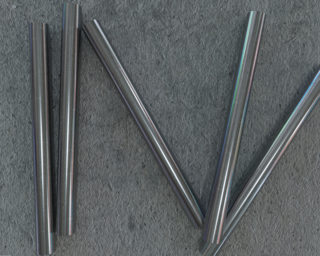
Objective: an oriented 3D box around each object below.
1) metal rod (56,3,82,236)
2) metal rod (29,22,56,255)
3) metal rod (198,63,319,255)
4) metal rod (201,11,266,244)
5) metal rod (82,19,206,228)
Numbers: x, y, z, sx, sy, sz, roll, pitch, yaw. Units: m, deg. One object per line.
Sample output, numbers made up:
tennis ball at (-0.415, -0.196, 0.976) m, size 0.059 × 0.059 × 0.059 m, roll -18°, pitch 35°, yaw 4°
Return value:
metal rod at (-0.120, -0.011, 0.408) m, size 0.025 × 0.025 × 0.298 m, roll 2°, pitch 90°, yaw -1°
metal rod at (-0.155, 0.013, 0.407) m, size 0.025 × 0.025 × 0.298 m, roll -2°, pitch 90°, yaw -1°
metal rod at (0.144, 0.043, 0.411) m, size 0.025 × 0.025 × 0.299 m, roll 33°, pitch 90°, yaw -1°
metal rod at (0.096, -0.004, 0.400) m, size 0.025 × 0.025 × 0.298 m, roll 13°, pitch 86°, yaw -1°
metal rod at (-0.018, -0.005, 0.409) m, size 0.025 × 0.025 × 0.299 m, roll -29°, pitch 90°, yaw 0°
